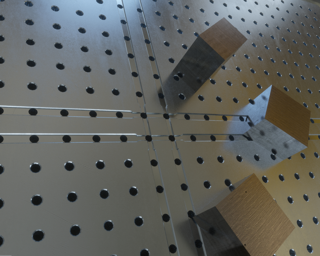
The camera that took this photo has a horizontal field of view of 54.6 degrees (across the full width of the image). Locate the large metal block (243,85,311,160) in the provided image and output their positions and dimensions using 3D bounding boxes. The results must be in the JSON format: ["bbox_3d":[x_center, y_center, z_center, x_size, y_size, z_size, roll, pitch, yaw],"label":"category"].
[{"bbox_3d":[0.189,-0.009,0.499,0.080,0.050,0.080,32,52,-7],"label":"large metal block"}]

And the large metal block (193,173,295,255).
[{"bbox_3d":[0.102,0.115,0.376,0.081,0.050,0.080,-27,77,-37],"label":"large metal block"}]

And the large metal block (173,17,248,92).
[{"bbox_3d":[0.078,-0.114,0.483,0.050,0.080,0.080,44,51,2],"label":"large metal block"}]
